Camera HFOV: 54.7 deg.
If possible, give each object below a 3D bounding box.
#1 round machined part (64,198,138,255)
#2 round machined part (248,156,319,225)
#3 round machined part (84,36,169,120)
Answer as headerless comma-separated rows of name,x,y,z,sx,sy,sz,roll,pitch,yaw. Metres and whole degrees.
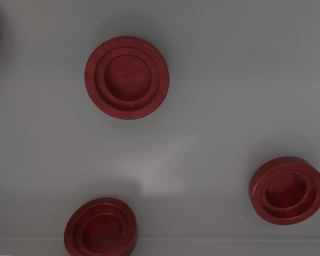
round machined part,-0.079,0.150,0.432,0.099,0.098,0.042,-6,135,2
round machined part,0.173,0.083,0.434,0.099,0.042,0.097,0,110,0
round machined part,-0.038,-0.063,0.379,0.099,0.042,0.097,0,110,0
